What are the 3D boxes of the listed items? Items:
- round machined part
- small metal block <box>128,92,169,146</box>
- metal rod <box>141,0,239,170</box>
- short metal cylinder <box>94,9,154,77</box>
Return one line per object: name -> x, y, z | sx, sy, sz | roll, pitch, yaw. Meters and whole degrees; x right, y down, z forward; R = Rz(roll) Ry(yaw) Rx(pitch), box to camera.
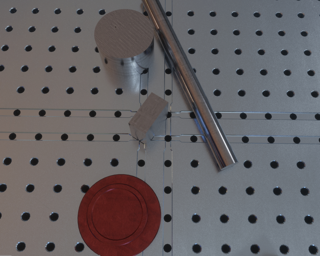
round machined part -> -0.048, 0.103, 0.365 | 0.099, 0.042, 0.098 | 0, 70, -1
small metal block -> -0.014, -0.011, 0.402 | 0.025, 0.050, 0.050 | 32, 73, 11
metal rod -> 0.034, -0.082, 0.442 | 0.025, 0.025, 0.299 | -20, 71, -8
short metal cylinder -> -0.049, -0.120, 0.442 | 0.081, 0.050, 0.080 | 0, 70, 0
